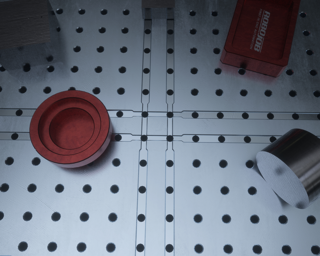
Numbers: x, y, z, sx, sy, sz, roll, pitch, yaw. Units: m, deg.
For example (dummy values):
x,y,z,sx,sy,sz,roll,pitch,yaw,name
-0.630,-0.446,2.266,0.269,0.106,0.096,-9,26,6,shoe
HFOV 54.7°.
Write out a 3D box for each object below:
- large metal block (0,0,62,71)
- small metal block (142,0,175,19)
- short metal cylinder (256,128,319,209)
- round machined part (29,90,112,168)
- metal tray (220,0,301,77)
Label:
x,y,z,sx,sy,sz,roll,pitch,yaw,name
-0.193,-0.136,0.447,0.081,0.050,0.080,-11,70,-4,large metal block
-0.003,-0.200,0.484,0.050,0.025,0.050,-1,70,-1,small metal block
0.161,0.047,0.366,0.050,0.080,0.080,-33,73,-11,short metal cylinder
-0.111,0.004,0.400,0.099,0.042,0.098,0,70,0,round machined part
0.151,-0.148,0.463,0.090,0.030,0.130,17,71,6,metal tray
